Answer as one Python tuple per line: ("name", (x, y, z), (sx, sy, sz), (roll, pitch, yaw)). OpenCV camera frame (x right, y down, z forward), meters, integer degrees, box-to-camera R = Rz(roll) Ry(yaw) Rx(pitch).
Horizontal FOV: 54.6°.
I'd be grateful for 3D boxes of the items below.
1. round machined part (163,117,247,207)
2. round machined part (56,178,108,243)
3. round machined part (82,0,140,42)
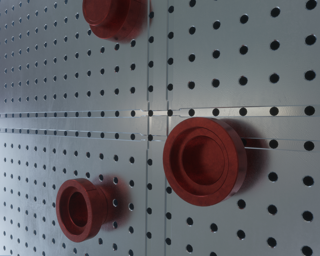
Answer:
("round machined part", (0.054, 0.037, 0.355), (0.098, 0.042, 0.097), (0, 90, 40))
("round machined part", (-0.123, 0.129, 0.501), (0.098, 0.042, 0.097), (0, 90, 40))
("round machined part", (-0.079, -0.183, 0.465), (0.098, 0.042, 0.097), (0, 90, 40))
